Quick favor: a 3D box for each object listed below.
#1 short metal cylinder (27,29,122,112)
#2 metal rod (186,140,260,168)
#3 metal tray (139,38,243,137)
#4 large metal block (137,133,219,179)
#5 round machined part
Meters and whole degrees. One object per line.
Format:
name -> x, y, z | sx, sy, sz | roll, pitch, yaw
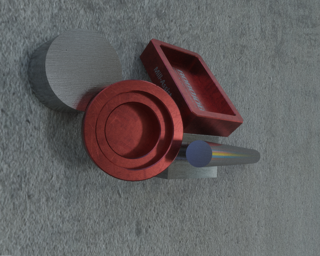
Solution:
short metal cylinder -> -0.087, -0.056, 0.318 | 0.081, 0.050, 0.079 | 0, 90, -40
metal rod -> 0.101, 0.037, 0.416 | 0.301, 0.025, 0.025 | 12, 82, -64
metal tray -> 0.038, -0.050, 0.387 | 0.091, 0.030, 0.130 | 6, 47, -40
large metal block -> 0.014, 0.032, 0.384 | 0.081, 0.080, 0.050 | 6, 87, -40
round machined part -> -0.030, 0.002, 0.314 | 0.099, 0.042, 0.097 | 0, 89, -20
